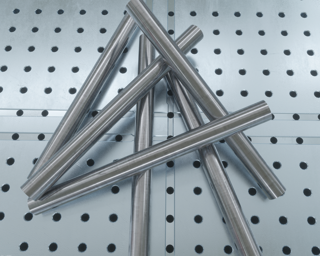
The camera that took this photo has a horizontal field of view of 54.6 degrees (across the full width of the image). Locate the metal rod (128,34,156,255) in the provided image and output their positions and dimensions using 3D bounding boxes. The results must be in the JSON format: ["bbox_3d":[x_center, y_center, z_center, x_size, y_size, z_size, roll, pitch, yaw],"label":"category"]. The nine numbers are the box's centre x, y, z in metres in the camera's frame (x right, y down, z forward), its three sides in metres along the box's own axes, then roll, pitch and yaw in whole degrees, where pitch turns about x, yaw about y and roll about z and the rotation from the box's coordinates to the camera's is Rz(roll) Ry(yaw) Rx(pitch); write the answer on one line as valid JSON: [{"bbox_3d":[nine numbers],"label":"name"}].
[{"bbox_3d":[-0.021,0.007,0.409,0.025,0.025,0.299,1,70,0],"label":"metal rod"}]

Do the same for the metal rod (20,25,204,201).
[{"bbox_3d":[-0.050,-0.029,0.394,0.025,0.025,0.301,41,75,13],"label":"metal rod"}]

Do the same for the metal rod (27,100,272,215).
[{"bbox_3d":[-0.015,0.037,0.368,0.301,0.025,0.025,-23,71,4],"label":"metal rod"}]

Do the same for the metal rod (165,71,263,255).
[{"bbox_3d":[0.060,0.030,0.401,0.025,0.025,0.299,-19,71,-7],"label":"metal rod"}]

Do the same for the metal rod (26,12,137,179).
[{"bbox_3d":[-0.093,-0.060,0.433,0.025,0.025,0.300,23,71,8],"label":"metal rod"}]

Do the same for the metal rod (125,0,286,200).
[{"bbox_3d":[0.056,-0.039,0.389,0.025,0.025,0.300,-36,88,-12],"label":"metal rod"}]
